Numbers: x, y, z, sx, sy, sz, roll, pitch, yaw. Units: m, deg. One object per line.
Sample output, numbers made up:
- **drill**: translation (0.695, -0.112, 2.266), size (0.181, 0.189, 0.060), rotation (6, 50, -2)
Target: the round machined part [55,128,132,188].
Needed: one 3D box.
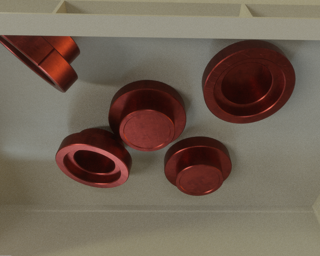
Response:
- **round machined part**: translation (-0.086, 0.038, 0.421), size (0.099, 0.042, 0.097), rotation (6, 138, 6)

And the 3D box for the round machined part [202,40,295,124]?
- **round machined part**: translation (0.097, -0.055, 0.353), size (0.099, 0.042, 0.097), rotation (-1, 130, 0)

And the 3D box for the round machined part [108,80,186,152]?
- **round machined part**: translation (-0.016, -0.008, 0.391), size (0.099, 0.042, 0.097), rotation (-1, 130, 0)

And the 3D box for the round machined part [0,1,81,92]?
- **round machined part**: translation (-0.118, -0.082, 0.302), size (0.042, 0.098, 0.098), rotation (-51, 122, -11)

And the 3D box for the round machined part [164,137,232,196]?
- **round machined part**: translation (0.055, 0.062, 0.452), size (0.099, 0.042, 0.097), rotation (-1, 130, 0)
